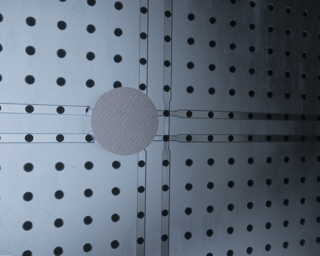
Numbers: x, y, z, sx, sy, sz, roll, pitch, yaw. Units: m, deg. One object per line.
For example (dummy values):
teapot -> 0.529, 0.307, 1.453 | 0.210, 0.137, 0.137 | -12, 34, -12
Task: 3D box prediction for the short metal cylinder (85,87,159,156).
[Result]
short metal cylinder -> -0.048, -0.008, 0.382 | 0.081, 0.050, 0.079 | 0, 90, -21
